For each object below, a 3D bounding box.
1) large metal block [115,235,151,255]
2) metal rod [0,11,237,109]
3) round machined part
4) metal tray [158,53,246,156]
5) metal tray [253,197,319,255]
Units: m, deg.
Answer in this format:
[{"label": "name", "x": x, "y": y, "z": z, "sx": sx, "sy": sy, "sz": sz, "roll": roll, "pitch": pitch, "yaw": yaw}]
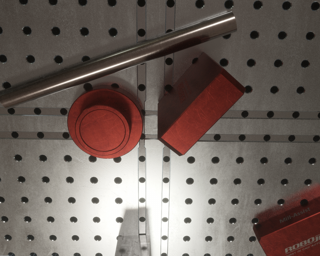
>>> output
[{"label": "large metal block", "x": -0.039, "y": 0.221, "z": 0.465, "sx": 0.050, "sy": 0.080, "sz": 0.079, "roll": -2, "pitch": 110, "yaw": 0}, {"label": "metal rod", "x": -0.056, "y": -0.082, "z": 0.382, "sx": 0.301, "sy": 0.025, "sz": 0.025, "roll": -18, "pitch": 109, "yaw": 6}, {"label": "round machined part", "x": -0.071, "y": -0.003, "z": 0.402, "sx": 0.099, "sy": 0.042, "sz": 0.097, "roll": 0, "pitch": 110, "yaw": -1}, {"label": "metal tray", "x": 0.038, "y": -0.033, "z": 0.346, "sx": 0.030, "sy": 0.130, "sz": 0.090, "roll": 39, "pitch": 105, "yaw": -13}, {"label": "metal tray", "x": 0.223, "y": 0.167, "z": 0.476, "sx": 0.130, "sy": 0.030, "sz": 0.090, "roll": -28, "pitch": 108, "yaw": 9}]
